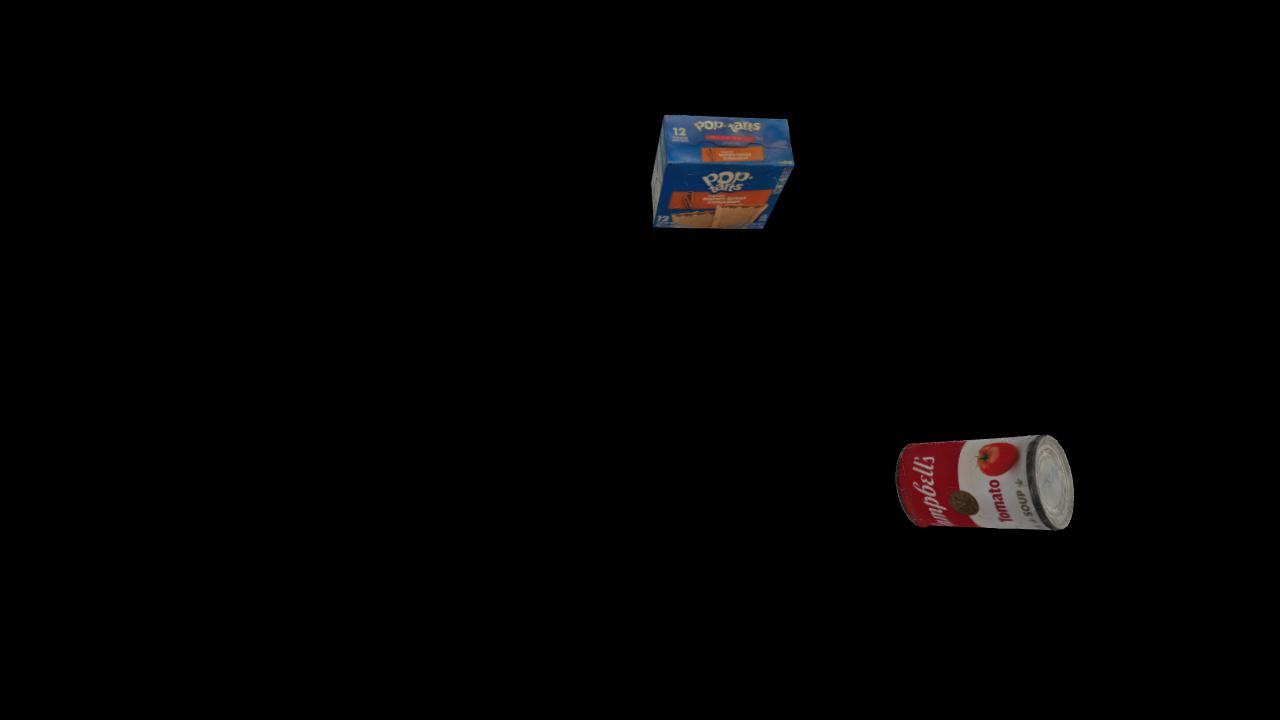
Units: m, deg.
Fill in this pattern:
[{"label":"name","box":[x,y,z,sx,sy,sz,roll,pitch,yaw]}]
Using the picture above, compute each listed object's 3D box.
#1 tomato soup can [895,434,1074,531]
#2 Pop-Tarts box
[{"label":"tomato soup can","box":[0.258,0.093,0.465,0.068,0.068,0.101,0,-10,-39]},{"label":"Pop-Tarts box","box":[0.106,-0.253,0.845,0.167,0.083,0.141,-1,-23,-8]}]
